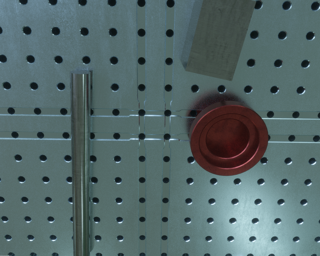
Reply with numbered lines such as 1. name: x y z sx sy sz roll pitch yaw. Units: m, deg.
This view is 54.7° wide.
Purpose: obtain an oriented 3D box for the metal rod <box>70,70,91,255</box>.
1. metal rod: -0.111 0.070 0.437 0.025 0.025 0.298 4 110 -2

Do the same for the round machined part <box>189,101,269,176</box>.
1. round machined part: 0.088 0.011 0.410 0.099 0.042 0.097 0 110 -1

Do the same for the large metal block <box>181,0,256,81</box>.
1. large metal block: 0.059 -0.104 0.347 0.050 0.080 0.079 12 110 -5
